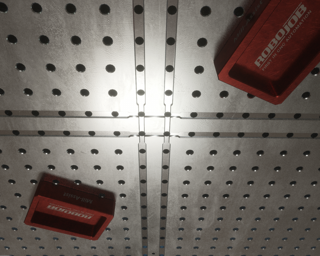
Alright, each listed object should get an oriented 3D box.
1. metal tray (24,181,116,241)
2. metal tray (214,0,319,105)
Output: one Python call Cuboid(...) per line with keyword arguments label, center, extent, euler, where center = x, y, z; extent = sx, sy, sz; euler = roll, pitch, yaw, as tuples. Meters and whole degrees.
Cuboid(label="metal tray", center=(-0.153, 0.144, 0.528), extent=(0.131, 0.030, 0.089), euler=(21, 127, -17))
Cuboid(label="metal tray", center=(0.130, -0.094, 0.330), extent=(0.091, 0.030, 0.129), euler=(20, 127, -17))
